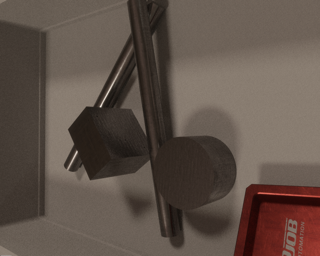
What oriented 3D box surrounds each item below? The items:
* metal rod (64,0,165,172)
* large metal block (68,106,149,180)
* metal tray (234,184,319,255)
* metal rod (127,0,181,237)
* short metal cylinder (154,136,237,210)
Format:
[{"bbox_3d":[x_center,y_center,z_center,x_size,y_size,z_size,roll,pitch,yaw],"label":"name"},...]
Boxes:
[{"bbox_3d":[-0.078,-0.049,0.468,0.025,0.025,0.298,47,118,29],"label":"metal rod"},{"bbox_3d":[-0.065,0.019,0.422,0.050,0.081,0.080,-44,64,31],"label":"large metal block"},{"bbox_3d":[0.112,0.115,0.266,0.090,0.030,0.130,-5,53,38],"label":"metal tray"},{"bbox_3d":[-0.008,-0.013,0.393,0.025,0.025,0.298,-8,90,39],"label":"metal rod"},{"bbox_3d":[0.040,0.049,0.356,0.080,0.050,0.079,0,90,39],"label":"short metal cylinder"}]
